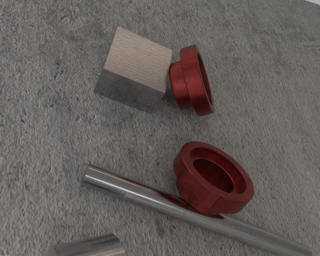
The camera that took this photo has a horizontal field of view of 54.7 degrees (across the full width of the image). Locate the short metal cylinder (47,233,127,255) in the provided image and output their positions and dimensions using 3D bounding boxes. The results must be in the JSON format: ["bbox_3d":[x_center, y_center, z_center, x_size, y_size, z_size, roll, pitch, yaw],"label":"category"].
[{"bbox_3d":[-0.060,0.133,0.255,0.050,0.080,0.080,-3,63,-30],"label":"short metal cylinder"}]

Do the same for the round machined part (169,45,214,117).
[{"bbox_3d":[0.042,-0.063,0.432,0.098,0.042,0.097,-15,90,-75],"label":"round machined part"}]

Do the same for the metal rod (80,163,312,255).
[{"bbox_3d":[0.054,0.107,0.367,0.302,0.025,0.025,23,53,-14],"label":"metal rod"}]

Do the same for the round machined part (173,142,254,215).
[{"bbox_3d":[0.058,0.064,0.370,0.099,0.042,0.098,24,28,-13],"label":"round machined part"}]

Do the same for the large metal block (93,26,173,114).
[{"bbox_3d":[-0.035,-0.077,0.416,0.080,0.050,0.080,20,54,-16],"label":"large metal block"}]
